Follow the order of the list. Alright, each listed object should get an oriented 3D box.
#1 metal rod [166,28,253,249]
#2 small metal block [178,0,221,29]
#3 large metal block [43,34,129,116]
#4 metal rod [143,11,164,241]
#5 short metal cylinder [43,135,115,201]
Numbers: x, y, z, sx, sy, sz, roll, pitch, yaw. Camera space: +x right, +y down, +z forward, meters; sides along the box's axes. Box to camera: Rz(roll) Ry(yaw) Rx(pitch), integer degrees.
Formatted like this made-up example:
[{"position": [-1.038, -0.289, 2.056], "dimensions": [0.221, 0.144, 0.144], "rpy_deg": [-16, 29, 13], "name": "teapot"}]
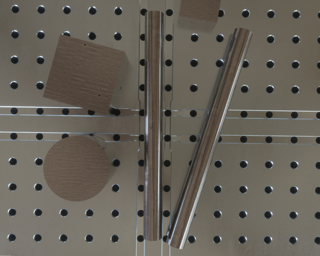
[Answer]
[{"position": [0.066, 0.013, 0.414], "dimensions": [0.025, 0.025, 0.298], "rpy_deg": [18, 90, -1], "name": "metal rod"}, {"position": [0.053, -0.166, 0.414], "dimensions": [0.050, 0.025, 0.050], "rpy_deg": [9, 90, -1], "name": "small metal block"}, {"position": [-0.092, -0.065, 0.400], "dimensions": [0.080, 0.050, 0.080], "rpy_deg": [15, 90, -1], "name": "large metal block"}, {"position": [-0.009, -0.003, 0.413], "dimensions": [0.025, 0.025, 0.298], "rpy_deg": [0, 90, -1], "name": "metal rod"}, {"position": [-0.101, 0.049, 0.400], "dimensions": [0.081, 0.050, 0.079], "rpy_deg": [0, 90, -1], "name": "short metal cylinder"}]
